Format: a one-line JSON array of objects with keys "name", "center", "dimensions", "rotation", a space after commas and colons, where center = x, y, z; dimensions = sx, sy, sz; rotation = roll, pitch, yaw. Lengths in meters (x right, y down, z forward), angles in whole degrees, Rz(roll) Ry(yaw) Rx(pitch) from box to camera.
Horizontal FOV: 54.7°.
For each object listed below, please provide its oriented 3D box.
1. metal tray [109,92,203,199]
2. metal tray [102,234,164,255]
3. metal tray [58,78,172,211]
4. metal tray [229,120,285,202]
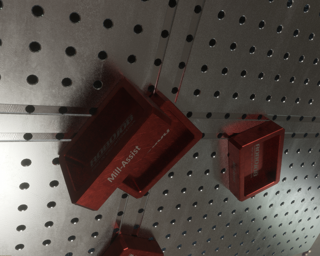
[{"name": "metal tray", "center": [-0.016, 0.026, 0.417], "dimensions": [0.130, 0.030, 0.090], "rotation": [-45, 130, 3]}, {"name": "metal tray", "center": [-0.066, 0.244, 0.524], "dimensions": [0.090, 0.030, 0.130], "rotation": [29, 102, -38]}, {"name": "metal tray", "center": [-0.056, 0.015, 0.349], "dimensions": [0.130, 0.090, 0.030], "rotation": [-49, 129, 6]}, {"name": "metal tray", "center": [0.167, 0.059, 0.538], "dimensions": [0.091, 0.030, 0.129], "rotation": [-22, 127, -16]}]
